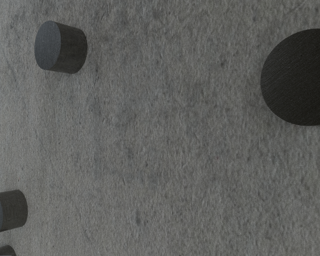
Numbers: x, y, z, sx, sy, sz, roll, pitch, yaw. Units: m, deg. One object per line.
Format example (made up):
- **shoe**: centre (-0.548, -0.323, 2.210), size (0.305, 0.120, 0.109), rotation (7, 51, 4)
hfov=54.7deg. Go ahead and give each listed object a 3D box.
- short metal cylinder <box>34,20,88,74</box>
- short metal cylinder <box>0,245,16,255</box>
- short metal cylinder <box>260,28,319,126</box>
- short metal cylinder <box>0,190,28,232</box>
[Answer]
- **short metal cylinder**: centre (-0.168, -0.135, 0.524), size (0.080, 0.050, 0.079), rotation (0, 90, 39)
- **short metal cylinder**: centre (-0.353, 0.304, 0.675), size (0.080, 0.050, 0.079), rotation (0, 90, 39)
- **short metal cylinder**: centre (0.138, -0.042, 0.274), size (0.080, 0.050, 0.079), rotation (0, 90, 39)
- **short metal cylinder**: centre (-0.322, 0.174, 0.650), size (0.080, 0.050, 0.079), rotation (0, 90, 39)
